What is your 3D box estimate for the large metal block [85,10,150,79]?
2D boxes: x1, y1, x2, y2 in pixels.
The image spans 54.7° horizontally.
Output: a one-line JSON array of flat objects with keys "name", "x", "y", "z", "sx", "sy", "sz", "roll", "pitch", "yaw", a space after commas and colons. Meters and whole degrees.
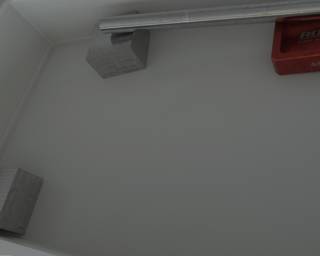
[{"name": "large metal block", "x": -0.066, "y": -0.134, "z": 0.505, "sx": 0.080, "sy": 0.050, "sz": 0.080, "roll": -9, "pitch": 58, "yaw": 23}]

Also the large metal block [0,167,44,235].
[{"name": "large metal block", "x": -0.226, "y": 0.103, "z": 0.443, "sx": 0.080, "sy": 0.050, "sz": 0.080, "roll": -4, "pitch": 60, "yaw": 26}]

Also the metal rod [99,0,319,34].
[{"name": "metal rod", "x": 0.052, "y": -0.148, "z": 0.415, "sx": 0.301, "sy": 0.025, "sz": 0.025, "roll": 4, "pitch": 64, "yaw": 23}]

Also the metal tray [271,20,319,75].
[{"name": "metal tray", "x": 0.203, "y": -0.112, "z": 0.358, "sx": 0.130, "sy": 0.030, "sz": 0.090, "roll": -1, "pitch": 61, "yaw": 32}]
